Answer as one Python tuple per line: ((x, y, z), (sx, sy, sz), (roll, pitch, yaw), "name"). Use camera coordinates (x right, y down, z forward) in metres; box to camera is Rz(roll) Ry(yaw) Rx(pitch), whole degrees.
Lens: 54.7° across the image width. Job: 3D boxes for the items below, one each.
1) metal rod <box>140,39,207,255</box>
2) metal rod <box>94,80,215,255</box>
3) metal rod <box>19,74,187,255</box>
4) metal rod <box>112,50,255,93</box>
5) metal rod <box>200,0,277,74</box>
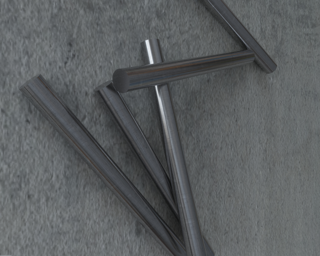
((0.019, 0.036, 0.397), (0.025, 0.025, 0.298), (-13, 90, -40), "metal rod")
((0.003, 0.072, 0.409), (0.025, 0.025, 0.299), (-44, 117, -31), "metal rod")
((-0.049, 0.065, 0.365), (0.025, 0.025, 0.299), (-50, 120, -28), "metal rod")
((0.056, -0.085, 0.425), (0.302, 0.025, 0.025), (-21, 104, -47), "metal rod")
((0.105, -0.178, 0.494), (0.301, 0.025, 0.025), (32, 70, -36), "metal rod")
